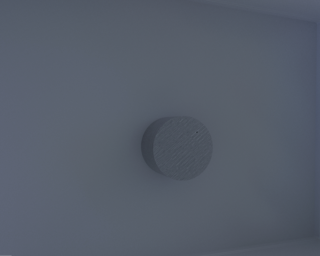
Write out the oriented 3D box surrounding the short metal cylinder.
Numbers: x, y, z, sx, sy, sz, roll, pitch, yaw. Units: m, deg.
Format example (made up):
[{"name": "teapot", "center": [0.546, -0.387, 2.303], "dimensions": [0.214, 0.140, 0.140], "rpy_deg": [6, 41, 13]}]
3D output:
[{"name": "short metal cylinder", "center": [0.021, 0.025, 0.405], "dimensions": [0.081, 0.050, 0.080], "rpy_deg": [0, 90, -20]}]
